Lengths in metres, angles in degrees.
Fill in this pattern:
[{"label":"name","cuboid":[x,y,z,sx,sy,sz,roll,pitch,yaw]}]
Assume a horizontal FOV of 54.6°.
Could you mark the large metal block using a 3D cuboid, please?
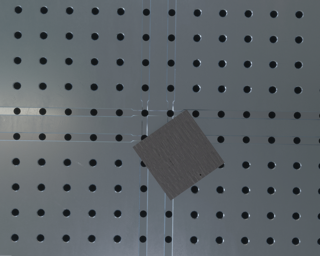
[{"label":"large metal block","cuboid":[0.023,0.033,0.401,0.080,0.050,0.080,-35,90,0]}]
